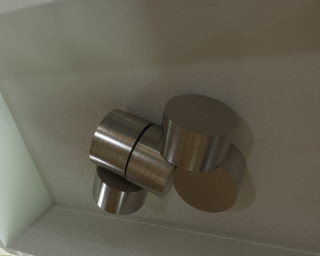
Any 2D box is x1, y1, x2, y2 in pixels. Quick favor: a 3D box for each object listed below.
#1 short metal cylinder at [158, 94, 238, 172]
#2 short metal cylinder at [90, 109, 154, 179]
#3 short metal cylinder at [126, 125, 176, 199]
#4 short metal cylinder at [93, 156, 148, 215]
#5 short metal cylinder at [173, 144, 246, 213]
[{"bbox_3d":[0.041,0.004,0.351,0.080,0.080,0.050,21,126,15],"label":"short metal cylinder"},{"bbox_3d":[-0.048,0.021,0.407,0.050,0.080,0.079,23,127,14],"label":"short metal cylinder"},{"bbox_3d":[-0.001,0.043,0.398,0.050,0.080,0.079,24,127,13],"label":"short metal cylinder"},{"bbox_3d":[-0.054,0.076,0.445,0.080,0.080,0.050,26,127,11],"label":"short metal cylinder"},{"bbox_3d":[0.063,0.059,0.392,0.080,0.050,0.079,13,124,20],"label":"short metal cylinder"}]
